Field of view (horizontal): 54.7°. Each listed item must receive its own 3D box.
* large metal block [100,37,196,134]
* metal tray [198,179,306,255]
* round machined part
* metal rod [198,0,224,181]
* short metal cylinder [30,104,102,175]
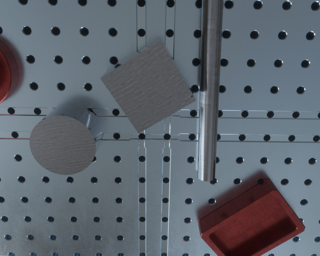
[{"bbox_3d":[-0.013,-0.053,0.380,0.080,0.050,0.080,-30,108,10],"label":"large metal block"},{"bbox_3d":[0.136,0.148,0.467,0.130,0.030,0.090,-36,107,12],"label":"metal tray"},{"bbox_3d":[-0.231,-0.068,0.376,0.099,0.042,0.097,0,110,-1],"label":"round machined part"},{"bbox_3d":[0.063,-0.070,0.388,0.025,0.025,0.298,-1,110,0],"label":"metal rod"},{"bbox_3d":[-0.119,0.014,0.403,0.081,0.050,0.079,0,110,-1],"label":"short metal cylinder"}]
